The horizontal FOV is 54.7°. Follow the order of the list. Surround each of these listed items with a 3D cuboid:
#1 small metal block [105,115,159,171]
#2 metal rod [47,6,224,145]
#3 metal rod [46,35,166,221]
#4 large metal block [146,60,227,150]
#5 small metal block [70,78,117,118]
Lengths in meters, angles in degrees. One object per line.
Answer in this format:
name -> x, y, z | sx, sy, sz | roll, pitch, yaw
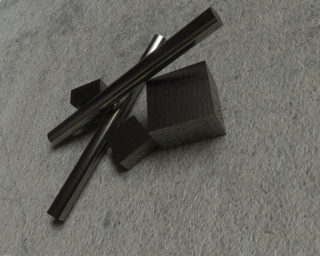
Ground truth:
small metal block -> -0.038, 0.019, 0.411 | 0.050, 0.025, 0.050 | -39, 51, 1
metal rod -> -0.050, -0.054, 0.409 | 0.299, 0.025, 0.025 | -32, 50, 28
metal rod -> -0.067, -0.011, 0.444 | 0.025, 0.025, 0.300 | 17, 70, 34
large metal block -> 0.031, -0.027, 0.387 | 0.080, 0.050, 0.080 | -16, 55, 18
small metal block -> -0.097, -0.041, 0.462 | 0.050, 0.050, 0.025 | -19, 55, 17
